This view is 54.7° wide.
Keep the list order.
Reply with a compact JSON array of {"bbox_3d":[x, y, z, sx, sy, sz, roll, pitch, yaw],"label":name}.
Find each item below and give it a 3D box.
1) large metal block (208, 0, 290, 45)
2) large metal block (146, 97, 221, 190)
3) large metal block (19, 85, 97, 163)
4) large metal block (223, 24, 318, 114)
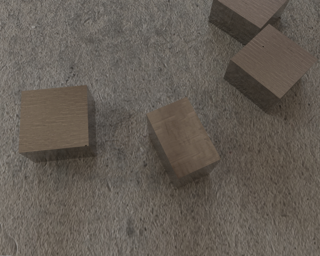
[{"bbox_3d":[0.132,-0.179,0.461,0.080,0.050,0.080,39,75,13],"label":"large metal block"},{"bbox_3d":[0.025,0.022,0.371,0.050,0.080,0.080,-24,72,-8],"label":"large metal block"},{"bbox_3d":[-0.127,-0.004,0.395,0.081,0.050,0.080,-6,70,-2],"label":"large metal block"},{"bbox_3d":[0.148,-0.081,0.425,0.080,0.050,0.080,43,75,14],"label":"large metal block"}]
